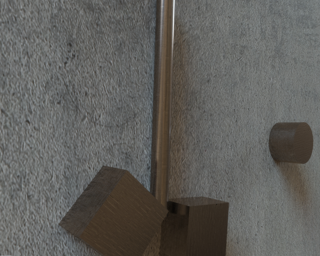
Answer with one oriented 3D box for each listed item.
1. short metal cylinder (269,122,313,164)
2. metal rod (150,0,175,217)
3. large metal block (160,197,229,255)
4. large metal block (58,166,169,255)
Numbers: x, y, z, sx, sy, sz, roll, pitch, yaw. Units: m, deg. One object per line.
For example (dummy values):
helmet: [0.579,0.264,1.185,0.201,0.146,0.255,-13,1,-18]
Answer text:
short metal cylinder: [0.258,0.028,0.609,0.081,0.050,0.079,0,90,-40]
metal rod: [0.003,-0.035,0.409,0.025,0.025,0.298,3,88,-40]
large metal block: [0.049,0.142,0.432,0.081,0.050,0.080,7,85,-40]
large metal block: [-0.049,0.101,0.349,0.080,0.050,0.080,50,60,-29]
